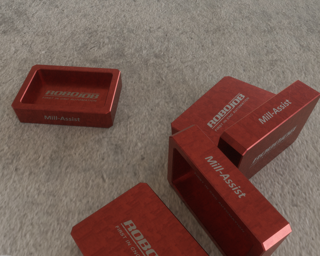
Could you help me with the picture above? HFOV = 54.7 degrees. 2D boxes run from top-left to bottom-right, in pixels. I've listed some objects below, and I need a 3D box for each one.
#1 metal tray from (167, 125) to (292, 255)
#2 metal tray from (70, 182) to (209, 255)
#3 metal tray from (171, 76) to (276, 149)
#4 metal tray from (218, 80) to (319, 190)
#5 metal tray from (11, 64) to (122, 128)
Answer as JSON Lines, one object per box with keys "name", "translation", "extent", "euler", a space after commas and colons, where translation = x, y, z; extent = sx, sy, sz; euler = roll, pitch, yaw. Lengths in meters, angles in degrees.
{"name": "metal tray", "translation": [0.056, 0.070, 0.302], "extent": [0.030, 0.089, 0.130], "euler": [-26, 55, -20]}
{"name": "metal tray", "translation": [-0.013, 0.125, 0.295], "extent": [0.091, 0.030, 0.130], "euler": [-31, 57, -24]}
{"name": "metal tray", "translation": [0.088, -0.011, 0.402], "extent": [0.090, 0.030, 0.131], "euler": [29, 54, 30]}
{"name": "metal tray", "translation": [0.118, 0.011, 0.353], "extent": [0.131, 0.089, 0.030], "euler": [-32, 57, -24]}
{"name": "metal tray", "translation": [-0.126, -0.047, 0.437], "extent": [0.131, 0.030, 0.090], "euler": [4, 50, 2]}
